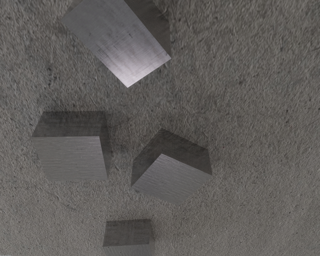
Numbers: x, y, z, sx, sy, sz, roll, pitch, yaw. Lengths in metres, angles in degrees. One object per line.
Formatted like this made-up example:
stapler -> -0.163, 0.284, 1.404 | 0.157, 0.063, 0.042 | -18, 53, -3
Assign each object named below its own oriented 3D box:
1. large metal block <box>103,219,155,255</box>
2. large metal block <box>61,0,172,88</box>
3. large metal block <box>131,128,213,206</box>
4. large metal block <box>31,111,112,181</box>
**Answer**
large metal block -> -0.054, 0.214, 0.573 | 0.080, 0.050, 0.080 | -5, 130, 3
large metal block -> -0.034, -0.098, 0.287 | 0.050, 0.080, 0.080 | -30, 124, 23
large metal block -> 0.015, 0.057, 0.440 | 0.080, 0.050, 0.080 | 26, 126, -20
large metal block -> -0.111, 0.024, 0.410 | 0.080, 0.050, 0.079 | -1, 130, 0
